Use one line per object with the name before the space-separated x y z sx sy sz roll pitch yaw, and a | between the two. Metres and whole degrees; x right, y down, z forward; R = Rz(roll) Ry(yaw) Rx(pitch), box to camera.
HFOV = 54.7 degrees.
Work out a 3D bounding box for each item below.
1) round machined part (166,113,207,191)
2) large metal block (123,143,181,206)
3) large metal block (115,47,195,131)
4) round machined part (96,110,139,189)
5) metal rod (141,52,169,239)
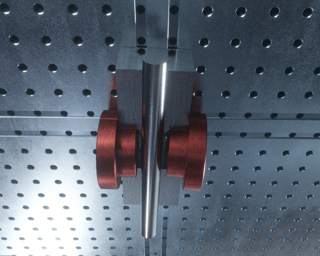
round machined part | 0.031 0.029 0.388 0.042 0.098 0.097 4 130 2
large metal block | -0.012 0.068 0.452 0.081 0.050 0.079 2 130 -2
large metal block | -0.006 -0.044 0.357 0.081 0.050 0.079 2 130 -2
round machined part | -0.049 0.027 0.385 0.042 0.098 0.097 2 130 -1
metal rod | -0.011 0.048 0.386 0.025 0.025 0.298 2 130 -2
